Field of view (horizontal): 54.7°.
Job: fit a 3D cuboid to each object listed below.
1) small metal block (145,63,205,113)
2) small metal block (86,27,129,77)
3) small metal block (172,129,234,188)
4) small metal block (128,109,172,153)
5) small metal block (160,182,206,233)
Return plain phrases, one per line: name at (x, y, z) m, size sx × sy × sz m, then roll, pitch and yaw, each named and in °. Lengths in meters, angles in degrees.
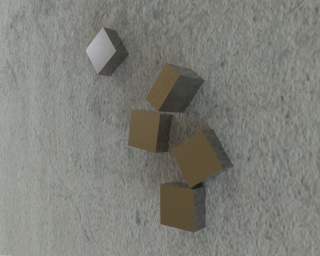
small metal block at (0.018, -0.046, 0.372) m, size 0.025 × 0.050 × 0.050 m, roll 46°, pitch 117°, yaw 30°
small metal block at (-0.081, -0.115, 0.469) m, size 0.050 × 0.025 × 0.050 m, roll -42°, pitch 65°, yaw 31°
small metal block at (0.049, 0.036, 0.363) m, size 0.050 × 0.025 × 0.050 m, roll -39°, pitch 67°, yaw 33°
small metal block at (-0.014, 0.003, 0.414) m, size 0.050 × 0.025 × 0.050 m, roll 12°, pitch 98°, yaw 39°
small metal block at (0.028, 0.095, 0.381) m, size 0.050 × 0.025 × 0.050 m, roll 0°, pitch 90°, yaw 39°
